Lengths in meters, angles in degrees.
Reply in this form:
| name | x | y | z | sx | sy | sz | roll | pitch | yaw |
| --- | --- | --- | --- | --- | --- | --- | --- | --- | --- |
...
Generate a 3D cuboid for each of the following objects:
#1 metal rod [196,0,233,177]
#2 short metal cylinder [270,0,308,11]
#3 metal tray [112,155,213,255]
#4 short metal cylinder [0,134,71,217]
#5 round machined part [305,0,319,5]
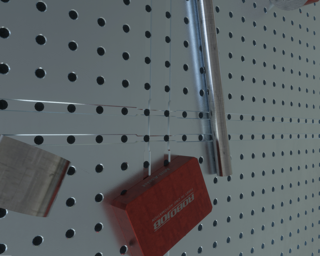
| name | x | y | z | sx | sy | sz | roll | pitch | yaw |
| --- | --- | --- | --- | --- | --- | --- | --- | --- | --- |
| metal rod | 0.083 | -0.073 | 0.478 | 0.025 | 0.025 | 0.298 | -13 | 99 | -39 |
| short metal cylinder | 0.252 | -0.270 | 0.583 | 0.050 | 0.080 | 0.080 | -46 | 118 | -30 |
| metal tray | 0.009 | 0.105 | 0.414 | 0.131 | 0.030 | 0.090 | -30 | 109 | -36 |
| short metal cylinder | -0.125 | 0.040 | 0.268 | 0.080 | 0.080 | 0.050 | 30 | 71 | -36 |
| round machined part | 0.339 | -0.327 | 0.681 | 0.099 | 0.042 | 0.097 | 0 | 90 | -40 |
